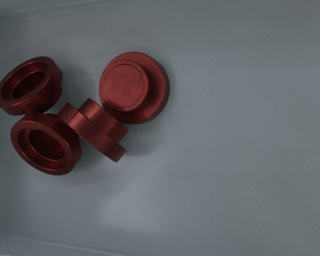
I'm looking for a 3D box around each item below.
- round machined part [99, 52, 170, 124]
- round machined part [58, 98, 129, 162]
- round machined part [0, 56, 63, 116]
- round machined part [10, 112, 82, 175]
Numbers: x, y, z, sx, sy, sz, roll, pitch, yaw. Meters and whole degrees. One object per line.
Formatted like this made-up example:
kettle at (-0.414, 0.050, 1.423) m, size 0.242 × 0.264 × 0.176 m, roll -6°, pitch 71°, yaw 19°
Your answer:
round machined part at (-0.040, -0.054, 0.416) m, size 0.098 × 0.042 × 0.097 m, roll 0°, pitch 90°, yaw 19°
round machined part at (-0.080, -0.002, 0.403) m, size 0.098 × 0.098 × 0.042 m, roll 38°, pitch 83°, yaw 16°
round machined part at (-0.183, -0.055, 0.450) m, size 0.098 × 0.042 × 0.098 m, roll -13°, pitch 49°, yaw 16°
round machined part at (-0.155, 0.018, 0.440) m, size 0.098 × 0.042 × 0.097 m, roll 10°, pitch 129°, yaw 13°
